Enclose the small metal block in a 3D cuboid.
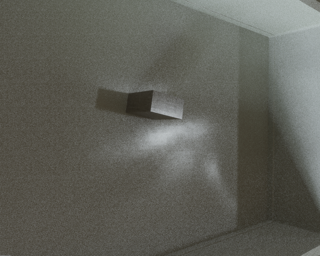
[{"bbox_3d":[-0.006,-0.027,0.387,0.050,0.050,0.025,12,82,-40],"label":"small metal block"}]
